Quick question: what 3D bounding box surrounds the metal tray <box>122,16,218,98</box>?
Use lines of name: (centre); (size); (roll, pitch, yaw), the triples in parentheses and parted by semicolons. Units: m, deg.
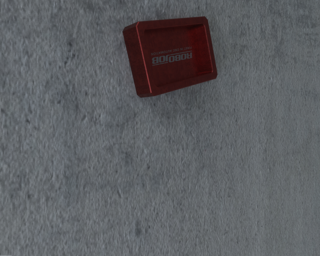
metal tray: (0.019, -0.099, 0.419); (0.131, 0.030, 0.089); (-21, 103, -38)
